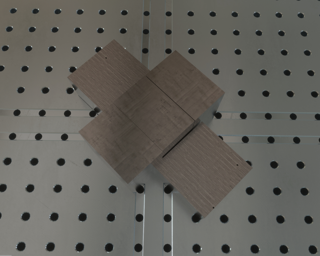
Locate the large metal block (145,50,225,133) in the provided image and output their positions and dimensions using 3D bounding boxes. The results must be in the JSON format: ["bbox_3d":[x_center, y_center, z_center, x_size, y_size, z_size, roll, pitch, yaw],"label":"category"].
[{"bbox_3d":[0.029,-0.038,0.397,0.050,0.080,0.080,-43,76,-14],"label":"large metal block"}]

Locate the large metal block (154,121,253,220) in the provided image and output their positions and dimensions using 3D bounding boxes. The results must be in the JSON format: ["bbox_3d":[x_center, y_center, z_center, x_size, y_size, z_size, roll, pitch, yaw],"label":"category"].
[{"bbox_3d":[0.050,0.053,0.380,0.080,0.050,0.080,-42,76,-13],"label":"large metal block"}]

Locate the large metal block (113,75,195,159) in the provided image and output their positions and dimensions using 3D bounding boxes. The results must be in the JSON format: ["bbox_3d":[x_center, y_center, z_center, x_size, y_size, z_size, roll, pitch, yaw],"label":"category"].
[{"bbox_3d":[-0.008,-0.005,0.385,0.050,0.080,0.080,-43,76,-14],"label":"large metal block"}]

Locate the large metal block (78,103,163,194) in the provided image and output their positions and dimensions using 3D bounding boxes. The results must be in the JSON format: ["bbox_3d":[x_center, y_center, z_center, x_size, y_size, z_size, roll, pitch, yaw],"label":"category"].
[{"bbox_3d":[-0.043,0.028,0.372,0.050,0.080,0.080,-43,76,-14],"label":"large metal block"}]

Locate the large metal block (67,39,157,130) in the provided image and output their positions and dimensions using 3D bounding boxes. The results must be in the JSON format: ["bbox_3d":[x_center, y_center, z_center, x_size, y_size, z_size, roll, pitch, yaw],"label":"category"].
[{"bbox_3d":[-0.061,-0.057,0.416,0.080,0.050,0.080,43,76,13],"label":"large metal block"}]
